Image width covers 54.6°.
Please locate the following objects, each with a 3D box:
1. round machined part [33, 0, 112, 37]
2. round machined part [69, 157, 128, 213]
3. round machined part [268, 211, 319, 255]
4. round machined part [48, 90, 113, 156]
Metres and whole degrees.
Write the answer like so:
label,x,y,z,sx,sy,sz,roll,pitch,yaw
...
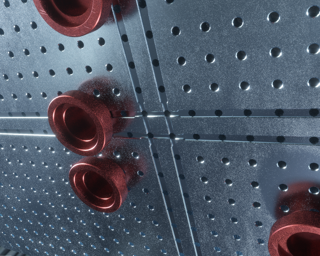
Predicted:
label,x,y,z,sx,sy,sz,roll,pitch,yaw
round machined part,-0.096,-0.158,0.354,0.098,0.042,0.097,13,124,21
round machined part,-0.095,0.087,0.505,0.098,0.042,0.097,13,124,21
round machined part,0.190,0.143,0.389,0.098,0.042,0.097,13,124,21
round machined part,-0.110,-0.010,0.453,0.098,0.042,0.097,13,124,21
